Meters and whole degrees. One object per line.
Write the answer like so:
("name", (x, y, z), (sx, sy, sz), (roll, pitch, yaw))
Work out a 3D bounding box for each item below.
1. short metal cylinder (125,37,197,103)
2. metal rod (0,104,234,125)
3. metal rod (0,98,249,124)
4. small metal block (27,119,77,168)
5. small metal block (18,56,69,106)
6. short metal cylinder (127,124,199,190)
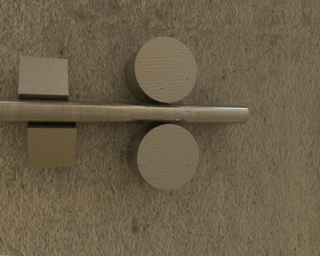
("short metal cylinder", (0.000, -0.070, 0.397), (0.081, 0.050, 0.079), (0, 90, -20))
("metal rod", (-0.037, -0.018, 0.397), (0.303, 0.025, 0.025), (0, 90, -20))
("metal rod", (-0.027, -0.018, 0.374), (0.303, 0.025, 0.025), (0, 90, -20))
("small metal block", (-0.123, 0.017, 0.354), (0.050, 0.025, 0.050), (0, 117, -21))
("small metal block", (-0.131, -0.052, 0.352), (0.050, 0.025, 0.050), (0, 63, -20))
("short metal cylinder", (0.003, 0.035, 0.398), (0.081, 0.050, 0.079), (0, 90, -20))
